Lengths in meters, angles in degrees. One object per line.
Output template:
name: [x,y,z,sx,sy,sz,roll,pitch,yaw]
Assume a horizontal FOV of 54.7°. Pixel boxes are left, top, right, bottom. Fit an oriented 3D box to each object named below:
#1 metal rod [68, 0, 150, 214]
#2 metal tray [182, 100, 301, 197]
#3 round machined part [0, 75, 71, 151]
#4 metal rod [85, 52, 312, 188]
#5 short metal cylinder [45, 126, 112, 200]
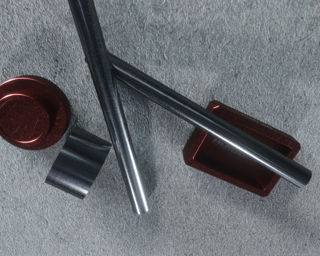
metal rod: [-0.055,-0.012,0.383,0.025,0.025,0.298,-10,118,4]
metal tray: [0.108,0.029,0.418,0.131,0.030,0.089,24,108,-9]
round machined part: [-0.168,-0.015,0.393,0.099,0.042,0.097,0,110,0]
metal rod: [0.045,-0.015,0.375,0.301,0.025,0.025,31,107,0]
short metal cylinder: [-0.103,0.044,0.396,0.050,0.080,0.080,29,108,-10]
